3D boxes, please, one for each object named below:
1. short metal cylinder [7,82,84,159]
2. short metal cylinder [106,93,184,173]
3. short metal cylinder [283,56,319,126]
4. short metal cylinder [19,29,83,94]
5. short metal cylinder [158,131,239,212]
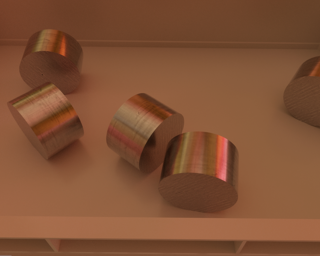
[{"bbox_3d":[-0.138,-0.009,0.375,0.050,0.080,0.080,-37,59,-27],"label":"short metal cylinder"},{"bbox_3d":[-0.016,0.006,0.364,0.050,0.080,0.080,33,57,24],"label":"short metal cylinder"},{"bbox_3d":[0.215,-0.049,0.413,0.080,0.080,0.050,28,56,21],"label":"short metal cylinder"},{"bbox_3d":[-0.154,-0.093,0.446,0.081,0.080,0.050,-3,50,-3],"label":"short metal cylinder"},{"bbox_3d":[0.042,0.048,0.329,0.080,0.080,0.050,8,51,6],"label":"short metal cylinder"}]
